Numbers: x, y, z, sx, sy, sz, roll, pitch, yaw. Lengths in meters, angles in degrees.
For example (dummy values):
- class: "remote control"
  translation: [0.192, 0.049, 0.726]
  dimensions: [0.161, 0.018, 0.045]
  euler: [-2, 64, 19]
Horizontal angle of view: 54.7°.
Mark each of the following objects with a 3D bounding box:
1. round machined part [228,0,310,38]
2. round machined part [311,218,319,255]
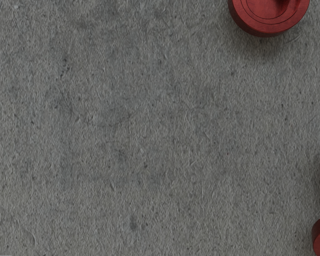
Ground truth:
- class: "round machined part"
  translation: [0.137, -0.166, 0.402]
  dimensions: [0.099, 0.042, 0.097]
  euler: [0, 90, 0]
- class: "round machined part"
  translation: [0.243, 0.134, 0.387]
  dimensions: [0.098, 0.042, 0.097]
  euler: [10, 128, 13]
